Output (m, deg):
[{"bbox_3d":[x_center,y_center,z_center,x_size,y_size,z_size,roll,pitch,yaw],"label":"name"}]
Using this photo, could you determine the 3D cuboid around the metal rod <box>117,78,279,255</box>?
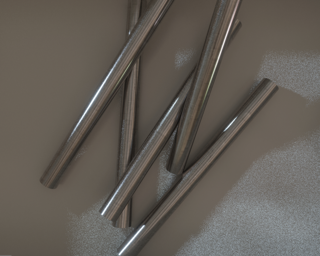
[{"bbox_3d":[0.050,0.055,0.412,0.025,0.025,0.300,41,90,-1],"label":"metal rod"}]

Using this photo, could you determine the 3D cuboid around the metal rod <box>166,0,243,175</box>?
[{"bbox_3d":[0.056,-0.074,0.348,0.025,0.025,0.298,15,116,-1],"label":"metal rod"}]

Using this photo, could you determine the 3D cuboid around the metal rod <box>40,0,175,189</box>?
[{"bbox_3d":[-0.066,-0.050,0.391,0.025,0.025,0.299,34,97,-1],"label":"metal rod"}]

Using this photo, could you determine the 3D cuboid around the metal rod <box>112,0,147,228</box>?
[{"bbox_3d":[-0.040,-0.020,0.410,0.025,0.025,0.298,4,90,-1],"label":"metal rod"}]

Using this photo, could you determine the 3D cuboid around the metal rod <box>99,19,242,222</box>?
[{"bbox_3d":[0.017,-0.017,0.397,0.025,0.025,0.300,33,84,-1],"label":"metal rod"}]
